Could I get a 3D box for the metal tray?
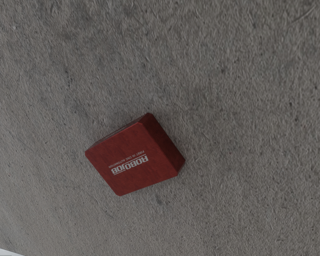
[{"bbox_3d":[-0.039,0.043,0.452,0.130,0.030,0.090,-27,104,37],"label":"metal tray"}]
